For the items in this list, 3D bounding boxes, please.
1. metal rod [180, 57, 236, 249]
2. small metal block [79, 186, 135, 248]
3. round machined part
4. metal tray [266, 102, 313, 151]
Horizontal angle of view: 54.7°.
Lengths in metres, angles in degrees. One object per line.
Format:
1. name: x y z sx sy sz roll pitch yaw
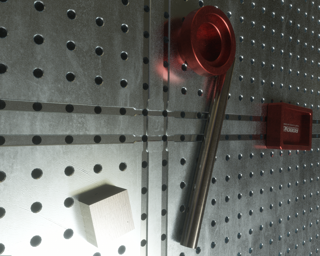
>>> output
1. metal rod: 0.076 0.028 0.475 0.025 0.025 0.299 23 75 -38
2. small metal block: -0.061 0.102 0.360 0.050 0.025 0.050 -16 101 -39
3. round machined part: 0.065 -0.124 0.454 0.099 0.042 0.097 0 90 -40
4. metal tray: 0.268 0.000 0.634 0.131 0.030 0.089 5 87 -40
